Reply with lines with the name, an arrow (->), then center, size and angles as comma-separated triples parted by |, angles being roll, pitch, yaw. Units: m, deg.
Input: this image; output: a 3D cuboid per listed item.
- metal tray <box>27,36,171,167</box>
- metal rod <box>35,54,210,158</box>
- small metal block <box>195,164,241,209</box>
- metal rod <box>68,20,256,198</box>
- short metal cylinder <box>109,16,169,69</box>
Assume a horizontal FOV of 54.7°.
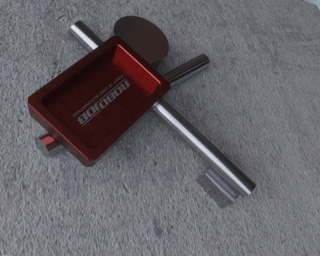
metal tray -> -0.062, -0.033, 0.340 | 0.090, 0.030, 0.131 | 43, 62, 2
metal rod -> -0.026, -0.045, 0.420 | 0.302, 0.025, 0.025 | -34, 81, -38
small metal block -> 0.083, 0.069, 0.410 | 0.050, 0.025, 0.050 | 47, 51, 5
metal rod -> 0.002, -0.025, 0.391 | 0.300, 0.025, 0.025 | 43, 51, 1
short metal cylinder -> -0.034, -0.110, 0.439 | 0.081, 0.050, 0.080 | 14, 56, -21
